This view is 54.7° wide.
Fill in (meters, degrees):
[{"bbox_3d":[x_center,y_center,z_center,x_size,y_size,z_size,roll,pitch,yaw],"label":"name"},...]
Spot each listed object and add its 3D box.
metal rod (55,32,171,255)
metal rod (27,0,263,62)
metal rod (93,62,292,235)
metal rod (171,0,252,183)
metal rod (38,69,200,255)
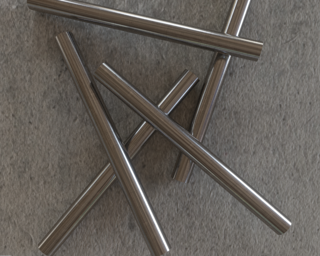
[{"bbox_3d":[-0.062,0.013,0.387,0.025,0.025,0.299,-26,82,0],"label":"metal rod"},{"bbox_3d":[-0.023,-0.131,0.394,0.302,0.025,0.025,14,90,5],"label":"metal rod"},{"bbox_3d":[0.040,0.026,0.384,0.300,0.025,0.025,41,90,-1],"label":"metal rod"},{"bbox_3d":[0.075,-0.072,0.410,0.025,0.025,0.298,19,90,-1],"label":"metal rod"},{"bbox_3d":[-0.053,0.045,0.409,0.025,0.025,0.300,40,90,-1],"label":"metal rod"}]
